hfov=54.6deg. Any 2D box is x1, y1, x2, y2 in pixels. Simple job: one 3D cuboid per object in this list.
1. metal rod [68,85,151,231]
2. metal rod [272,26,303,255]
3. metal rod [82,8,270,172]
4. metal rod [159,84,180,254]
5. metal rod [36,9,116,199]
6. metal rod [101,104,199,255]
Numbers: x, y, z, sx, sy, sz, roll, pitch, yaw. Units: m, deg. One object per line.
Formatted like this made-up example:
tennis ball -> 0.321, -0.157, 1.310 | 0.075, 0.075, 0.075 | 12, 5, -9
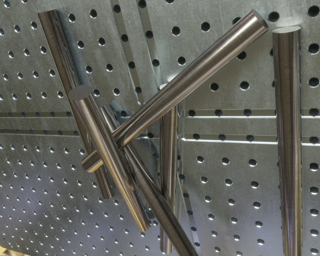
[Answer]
metal rod -> -0.054, 0.064, 0.422 | 0.025, 0.025, 0.299 | 10, 141, 23
metal rod -> 0.149, 0.039, 0.356 | 0.025, 0.025, 0.298 | 1, 119, 28
metal rod -> -0.006, -0.023, 0.365 | 0.025, 0.025, 0.299 | 48, 125, -6
metal rod -> 0.012, 0.078, 0.453 | 0.025, 0.025, 0.298 | 13, 124, 21
metal rod -> -0.116, -0.018, 0.461 | 0.025, 0.025, 0.298 | 2, 120, 27
metal rod -> -0.008, 0.101, 0.447 | 0.025, 0.025, 0.299 | -28, 94, 37
